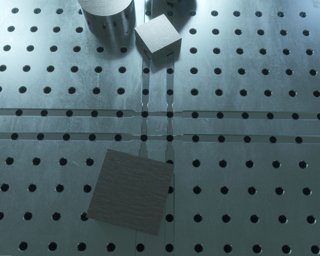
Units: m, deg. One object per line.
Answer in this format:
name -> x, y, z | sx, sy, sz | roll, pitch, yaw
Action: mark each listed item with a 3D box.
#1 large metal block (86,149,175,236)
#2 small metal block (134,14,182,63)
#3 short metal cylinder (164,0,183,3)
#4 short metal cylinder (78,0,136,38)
large metal block -> -0.032, 0.078, 0.370 | 0.080, 0.050, 0.080 | 13, 71, 4
small metal block -> -0.003, -0.134, 0.460 | 0.050, 0.025, 0.050 | -30, 73, -10
short metal cylinder -> 0.019, -0.240, 0.470 | 0.080, 0.080, 0.050 | 32, 73, 11
short metal cylinder -> -0.078, -0.184, 0.465 | 0.081, 0.050, 0.080 | 0, 70, 0
